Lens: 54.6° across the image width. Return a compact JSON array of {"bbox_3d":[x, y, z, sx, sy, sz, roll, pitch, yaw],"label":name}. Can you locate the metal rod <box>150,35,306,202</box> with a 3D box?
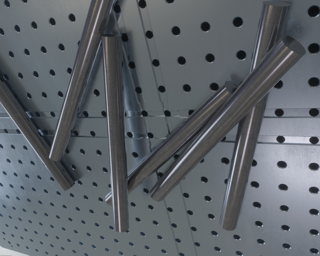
[{"bbox_3d":[0.055,0.015,0.371,0.025,0.025,0.298,37,136,3],"label":"metal rod"}]

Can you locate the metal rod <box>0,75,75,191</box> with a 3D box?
[{"bbox_3d":[-0.237,-0.018,0.526,0.025,0.025,0.299,-19,109,35],"label":"metal rod"}]

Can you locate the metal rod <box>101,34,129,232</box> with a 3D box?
[{"bbox_3d":[-0.060,0.024,0.436,0.025,0.025,0.298,11,117,22],"label":"metal rod"}]

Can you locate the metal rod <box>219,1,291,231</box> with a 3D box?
[{"bbox_3d":[0.102,0.012,0.364,0.025,0.025,0.298,15,125,20],"label":"metal rod"}]

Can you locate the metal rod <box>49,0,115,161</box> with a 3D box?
[{"bbox_3d":[-0.121,-0.052,0.443,0.025,0.025,0.298,35,129,5],"label":"metal rod"}]

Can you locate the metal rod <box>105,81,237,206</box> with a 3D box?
[{"bbox_3d":[-0.001,0.040,0.436,0.025,0.025,0.299,43,129,-2],"label":"metal rod"}]
